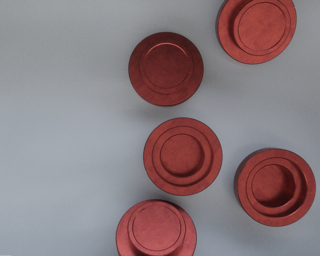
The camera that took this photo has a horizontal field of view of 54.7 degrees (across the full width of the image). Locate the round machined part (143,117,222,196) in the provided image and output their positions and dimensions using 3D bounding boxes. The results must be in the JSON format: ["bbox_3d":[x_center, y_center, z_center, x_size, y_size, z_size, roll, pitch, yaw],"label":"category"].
[{"bbox_3d":[0.028,0.035,0.403,0.099,0.042,0.097,0,90,-1],"label":"round machined part"}]

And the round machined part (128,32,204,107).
[{"bbox_3d":[0.008,-0.077,0.403,0.099,0.042,0.097,0,90,-1],"label":"round machined part"}]

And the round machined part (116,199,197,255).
[{"bbox_3d":[-0.004,0.129,0.376,0.099,0.042,0.098,1,47,-1],"label":"round machined part"}]

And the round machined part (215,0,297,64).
[{"bbox_3d":[0.122,-0.128,0.388,0.099,0.042,0.097,0,113,0],"label":"round machined part"}]

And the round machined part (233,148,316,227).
[{"bbox_3d":[0.145,0.074,0.405,0.099,0.042,0.097,0,90,-1],"label":"round machined part"}]
